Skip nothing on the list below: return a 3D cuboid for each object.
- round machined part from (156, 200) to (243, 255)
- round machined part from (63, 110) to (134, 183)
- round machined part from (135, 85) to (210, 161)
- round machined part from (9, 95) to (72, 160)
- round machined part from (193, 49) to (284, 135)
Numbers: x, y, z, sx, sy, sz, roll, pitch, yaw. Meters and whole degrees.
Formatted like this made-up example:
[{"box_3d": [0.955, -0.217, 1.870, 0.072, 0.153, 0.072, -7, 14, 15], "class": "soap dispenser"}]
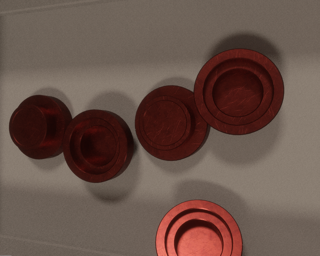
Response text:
[{"box_3d": [0.046, 0.139, 0.369, 0.099, 0.042, 0.098, -4, 56, 6], "class": "round machined part"}, {"box_3d": [-0.081, 0.024, 0.429, 0.098, 0.042, 0.097, 0, 90, 19], "class": "round machined part"}, {"box_3d": [0.012, -0.006, 0.397, 0.098, 0.042, 0.097, 0, 90, 19], "class": "round machined part"}, {"box_3d": [-0.184, -0.001, 0.465, 0.098, 0.042, 0.097, 0, 90, 19], "class": "round machined part"}, {"box_3d": [0.091, -0.040, 0.365, 0.098, 0.042, 0.097, -1, 88, 14], "class": "round machined part"}]
